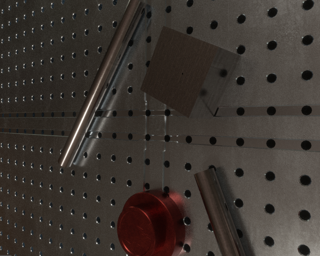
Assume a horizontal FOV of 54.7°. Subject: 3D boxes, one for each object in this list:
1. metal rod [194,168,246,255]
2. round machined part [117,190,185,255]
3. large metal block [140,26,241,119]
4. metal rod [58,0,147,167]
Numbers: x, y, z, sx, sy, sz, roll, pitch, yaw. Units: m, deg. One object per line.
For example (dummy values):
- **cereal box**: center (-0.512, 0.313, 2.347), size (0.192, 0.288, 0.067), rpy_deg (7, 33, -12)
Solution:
- **metal rod**: center (0.097, 0.189, 0.328), size (0.025, 0.025, 0.299), rpy_deg (-29, 72, 36)
- **round machined part**: center (-0.019, 0.135, 0.412), size (0.098, 0.042, 0.097), rpy_deg (0, 90, 39)
- **large metal block**: center (0.033, -0.064, 0.364), size (0.080, 0.050, 0.079), rpy_deg (33, 110, 34)
- **metal rod**: center (-0.098, -0.059, 0.487), size (0.025, 0.025, 0.298), rpy_deg (44, 116, 31)
